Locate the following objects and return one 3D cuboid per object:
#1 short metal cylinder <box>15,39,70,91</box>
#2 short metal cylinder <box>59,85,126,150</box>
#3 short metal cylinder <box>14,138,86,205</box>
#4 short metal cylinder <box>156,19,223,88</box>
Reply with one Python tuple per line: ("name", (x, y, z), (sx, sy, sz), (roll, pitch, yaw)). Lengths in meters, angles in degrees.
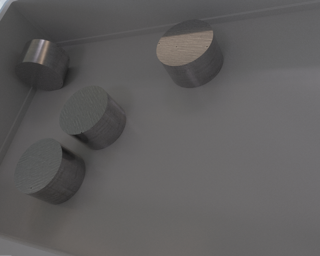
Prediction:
("short metal cylinder", (-0.205, -0.109, 0.546), (0.080, 0.080, 0.050), (-7, 59, 24))
("short metal cylinder", (-0.097, -0.015, 0.450), (0.080, 0.050, 0.080), (-13, 56, 21))
("short metal cylinder", (-0.153, 0.061, 0.433), (0.080, 0.050, 0.080), (-13, 56, 21))
("short metal cylinder", (0.042, -0.103, 0.431), (0.080, 0.050, 0.080), (-13, 56, 21))
